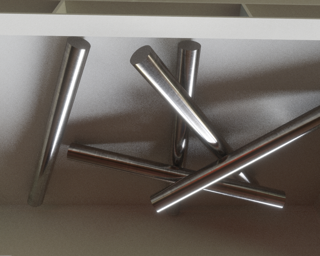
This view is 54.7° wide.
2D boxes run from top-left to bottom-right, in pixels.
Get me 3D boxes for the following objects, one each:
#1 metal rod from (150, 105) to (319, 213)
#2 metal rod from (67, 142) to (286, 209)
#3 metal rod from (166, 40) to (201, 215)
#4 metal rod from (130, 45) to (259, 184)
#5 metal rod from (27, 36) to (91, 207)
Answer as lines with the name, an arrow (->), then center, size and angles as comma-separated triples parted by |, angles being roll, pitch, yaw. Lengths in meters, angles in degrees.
metal rod -> 0.123, 0.028, 0.394 | 0.301, 0.025, 0.025 | -29, 125, 7
metal rod -> 0.022, 0.066, 0.431 | 0.302, 0.025, 0.025 | 13, 130, 0
metal rod -> 0.027, 0.024, 0.430 | 0.025, 0.025, 0.298 | 1, 130, -2
metal rod -> 0.063, 0.011, 0.394 | 0.025, 0.025, 0.300 | -27, 133, 21
metal rod -> -0.145, 0.014, 0.418 | 0.025, 0.025, 0.298 | 18, 128, -15
